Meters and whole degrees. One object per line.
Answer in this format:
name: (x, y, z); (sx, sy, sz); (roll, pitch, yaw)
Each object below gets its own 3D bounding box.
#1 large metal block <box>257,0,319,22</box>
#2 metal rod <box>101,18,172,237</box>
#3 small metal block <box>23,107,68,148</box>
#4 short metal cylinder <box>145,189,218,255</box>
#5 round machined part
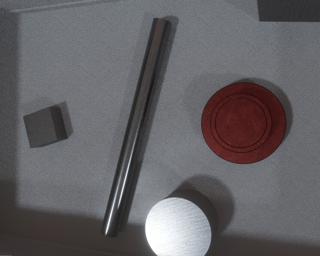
large metal block: (0.149, -0.150, 0.329); (0.080, 0.080, 0.050); (7, 93, 19)
metal rod: (-0.034, 0.003, 0.421); (0.025, 0.025, 0.298); (16, 95, 19)
small metal block: (-0.174, 0.000, 0.470); (0.050, 0.025, 0.050); (-17, 85, 19)
short metal cylinder: (0.029, 0.121, 0.387); (0.080, 0.050, 0.079); (0, 90, 19)
round machined part: (0.097, -0.006, 0.367); (0.098, 0.042, 0.097); (0, 90, 19)
